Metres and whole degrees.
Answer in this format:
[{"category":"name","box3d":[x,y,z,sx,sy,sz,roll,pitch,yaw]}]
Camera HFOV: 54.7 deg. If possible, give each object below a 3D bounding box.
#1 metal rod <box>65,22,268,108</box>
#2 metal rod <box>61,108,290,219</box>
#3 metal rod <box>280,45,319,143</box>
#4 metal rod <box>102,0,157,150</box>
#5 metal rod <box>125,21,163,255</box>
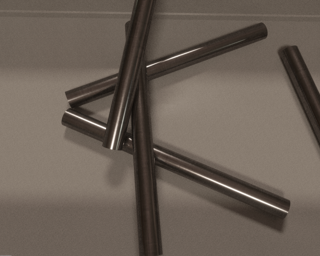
[{"category":"metal rod","box3d":[0.015,-0.092,0.443,0.302,0.025,0.025,-21,72,-8]},{"category":"metal rod","box3d":[0.014,0.042,0.394,0.301,0.025,0.025,22,72,7]},{"category":"metal rod","box3d":[0.225,0.023,0.403,0.025,0.025,0.299,-13,71,-5]},{"category":"metal rod","box3d":[-0.024,-0.121,0.368,0.025,0.025,0.298,14,94,4]},{"category":"metal rod","box3d":[-0.023,-0.003,0.382,0.025,0.025,0.299,-5,70,-2]}]
